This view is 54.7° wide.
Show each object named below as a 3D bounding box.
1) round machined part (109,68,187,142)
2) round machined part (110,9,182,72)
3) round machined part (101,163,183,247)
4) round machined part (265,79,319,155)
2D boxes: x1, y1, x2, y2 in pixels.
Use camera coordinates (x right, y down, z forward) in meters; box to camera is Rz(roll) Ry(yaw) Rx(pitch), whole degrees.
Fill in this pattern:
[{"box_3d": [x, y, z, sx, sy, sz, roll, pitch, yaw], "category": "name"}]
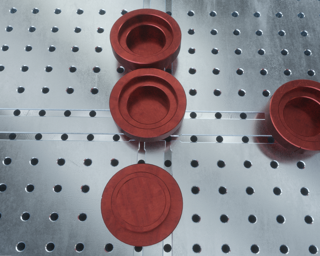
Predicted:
[{"box_3d": [-0.015, -0.027, 0.413, 0.099, 0.042, 0.098, 0, 70, -1], "category": "round machined part"}, {"box_3d": [-0.019, -0.120, 0.443, 0.099, 0.042, 0.098, 0, 65, 0], "category": "round machined part"}, {"box_3d": [-0.022, 0.090, 0.370, 0.099, 0.042, 0.098, 0, 70, 0], "category": "round machined part"}, {"box_3d": [0.187, -0.012, 0.409, 0.099, 0.042, 0.098, 0, 70, -1], "category": "round machined part"}]
